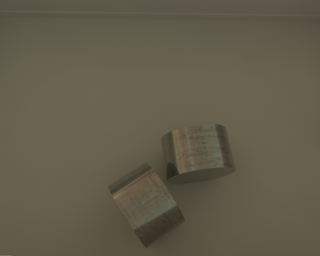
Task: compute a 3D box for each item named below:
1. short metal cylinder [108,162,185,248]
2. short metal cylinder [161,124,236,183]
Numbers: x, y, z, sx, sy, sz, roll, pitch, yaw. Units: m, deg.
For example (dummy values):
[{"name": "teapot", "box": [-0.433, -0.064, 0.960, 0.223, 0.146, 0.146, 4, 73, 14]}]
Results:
[{"name": "short metal cylinder", "box": [-0.016, 0.085, 0.349, 0.050, 0.080, 0.080, -32, 73, -11]}, {"name": "short metal cylinder", "box": [0.044, 0.033, 0.369, 0.081, 0.080, 0.050, -7, 70, -3]}]
